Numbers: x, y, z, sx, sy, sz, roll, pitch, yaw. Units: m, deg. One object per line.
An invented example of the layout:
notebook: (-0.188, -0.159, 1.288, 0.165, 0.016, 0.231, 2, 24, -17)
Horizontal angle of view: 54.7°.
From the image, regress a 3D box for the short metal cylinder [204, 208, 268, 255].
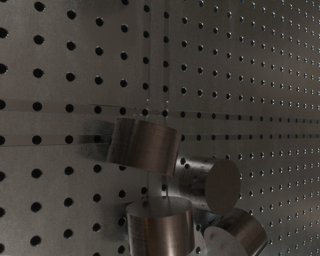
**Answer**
short metal cylinder: (0.115, 0.170, 0.473, 0.050, 0.080, 0.080, -30, 109, -36)

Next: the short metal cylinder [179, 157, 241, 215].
short metal cylinder: (0.075, 0.083, 0.458, 0.081, 0.050, 0.079, 0, 90, -40)

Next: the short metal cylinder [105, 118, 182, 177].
short metal cylinder: (-0.019, 0.024, 0.360, 0.080, 0.080, 0.050, 20, 77, -39)

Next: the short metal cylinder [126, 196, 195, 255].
short metal cylinder: (0.001, 0.119, 0.376, 0.081, 0.080, 0.050, -7, 95, -40)
